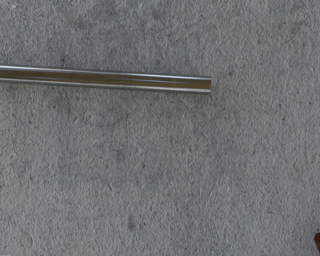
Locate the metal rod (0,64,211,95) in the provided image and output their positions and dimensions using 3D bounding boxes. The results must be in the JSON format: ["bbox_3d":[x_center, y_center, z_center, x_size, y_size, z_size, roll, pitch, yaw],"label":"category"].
[{"bbox_3d":[-0.085,-0.065,0.408,0.302,0.025,0.025,3,90,-1],"label":"metal rod"}]

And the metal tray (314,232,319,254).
[{"bbox_3d":[0.286,0.164,0.411,0.131,0.030,0.090,-22,90,-1],"label":"metal tray"}]
